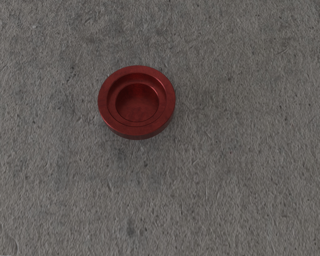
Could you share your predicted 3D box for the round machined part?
[{"bbox_3d":[-0.029,-0.030,0.410,0.099,0.042,0.098,0,70,0],"label":"round machined part"}]
